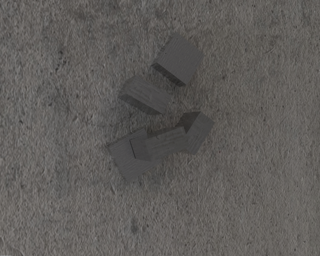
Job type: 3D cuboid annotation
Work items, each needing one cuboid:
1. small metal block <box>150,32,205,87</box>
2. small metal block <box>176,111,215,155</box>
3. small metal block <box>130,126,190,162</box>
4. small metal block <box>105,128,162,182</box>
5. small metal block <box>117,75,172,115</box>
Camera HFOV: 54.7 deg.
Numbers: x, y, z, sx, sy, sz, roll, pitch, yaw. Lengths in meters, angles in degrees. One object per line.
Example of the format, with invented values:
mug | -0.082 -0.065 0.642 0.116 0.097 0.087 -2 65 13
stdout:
small metal block | 0.024 -0.091 0.418 0.050 0.025 0.050 35 79 -17
small metal block | 0.039 0.006 0.410 0.025 0.050 0.050 36 78 -17
small metal block | -0.001 0.018 0.369 0.050 0.050 0.025 -19 96 -23
small metal block | -0.034 0.033 0.396 0.050 0.025 0.050 -30 100 -18
small metal block | -0.021 -0.039 0.388 0.050 0.050 0.025 29 81 -18
